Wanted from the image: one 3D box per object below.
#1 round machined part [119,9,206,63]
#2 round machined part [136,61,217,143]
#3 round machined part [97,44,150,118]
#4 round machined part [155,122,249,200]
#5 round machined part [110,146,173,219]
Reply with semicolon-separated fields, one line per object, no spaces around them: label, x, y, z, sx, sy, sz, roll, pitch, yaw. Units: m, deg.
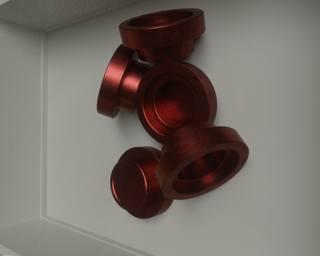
round machined part;0.004;-0.108;0.364;0.098;0.099;0.042;16;128;39
round machined part;0.023;-0.030;0.368;0.098;0.042;0.097;9;106;32
round machined part;-0.044;-0.058;0.409;0.042;0.098;0.097;21;107;-1
round machined part;0.040;0.031;0.328;0.098;0.099;0.042;-50;48;28
round machined part;-0.030;0.074;0.421;0.098;0.042;0.097;0;90;40
